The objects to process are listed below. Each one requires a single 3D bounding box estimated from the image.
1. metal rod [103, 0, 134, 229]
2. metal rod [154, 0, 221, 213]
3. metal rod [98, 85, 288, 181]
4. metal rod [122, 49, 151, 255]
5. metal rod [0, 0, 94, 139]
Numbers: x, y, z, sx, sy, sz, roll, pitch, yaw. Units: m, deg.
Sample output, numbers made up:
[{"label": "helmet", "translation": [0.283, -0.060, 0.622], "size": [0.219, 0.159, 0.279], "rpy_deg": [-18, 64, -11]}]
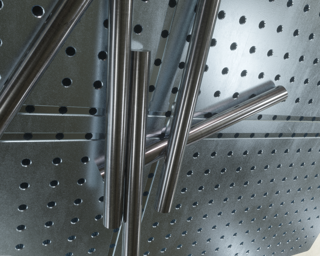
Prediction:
[{"label": "metal rod", "translation": [-0.050, -0.010, 0.357], "size": [0.025, 0.025, 0.298], "rpy_deg": [-6, 115, -26]}, {"label": "metal rod", "translation": [0.032, -0.026, 0.391], "size": [0.025, 0.025, 0.298], "rpy_deg": [1, 111, -29]}, {"label": "metal rod", "translation": [0.057, 0.005, 0.447], "size": [0.302, 0.025, 0.025], "rpy_deg": [-24, 128, -14]}, {"label": "metal rod", "translation": [-0.033, 0.053, 0.395], "size": [0.025, 0.025, 0.298], "rpy_deg": [-6, 111, -26]}, {"label": "metal rod", "translation": [-0.104, -0.089, 0.299], "size": [0.025, 0.025, 0.299], "rpy_deg": [31, 101, -38]}]
